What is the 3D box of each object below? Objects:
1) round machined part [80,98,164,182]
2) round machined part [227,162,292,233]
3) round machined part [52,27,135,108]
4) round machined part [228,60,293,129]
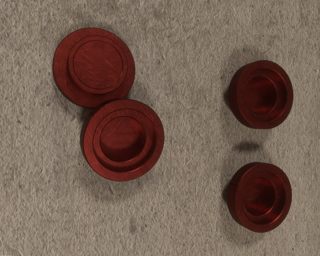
[{"bbox_3d":[-0.048,0.012,0.378,0.099,0.042,0.097,-4,101,-23],"label":"round machined part"},{"bbox_3d":[0.139,0.098,0.453,0.099,0.042,0.097,0,90,-21],"label":"round machined part"},{"bbox_3d":[-0.077,-0.072,0.372,0.099,0.042,0.097,0,90,-21],"label":"round machined part"},{"bbox_3d":[0.142,-0.047,0.454,0.099,0.042,0.097,0,90,-21],"label":"round machined part"}]
